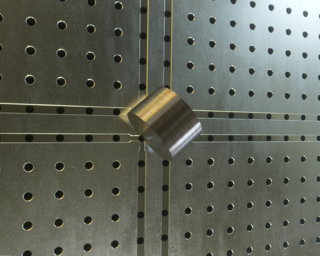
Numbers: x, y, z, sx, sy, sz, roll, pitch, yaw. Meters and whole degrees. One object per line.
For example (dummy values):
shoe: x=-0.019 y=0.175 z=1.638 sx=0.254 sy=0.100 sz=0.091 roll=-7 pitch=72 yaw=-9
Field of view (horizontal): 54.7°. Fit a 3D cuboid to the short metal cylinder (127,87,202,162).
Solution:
short metal cylinder: x=0.005 y=-0.005 z=0.386 sx=0.050 sy=0.080 sz=0.080 roll=-42 pitch=104 yaw=-15
